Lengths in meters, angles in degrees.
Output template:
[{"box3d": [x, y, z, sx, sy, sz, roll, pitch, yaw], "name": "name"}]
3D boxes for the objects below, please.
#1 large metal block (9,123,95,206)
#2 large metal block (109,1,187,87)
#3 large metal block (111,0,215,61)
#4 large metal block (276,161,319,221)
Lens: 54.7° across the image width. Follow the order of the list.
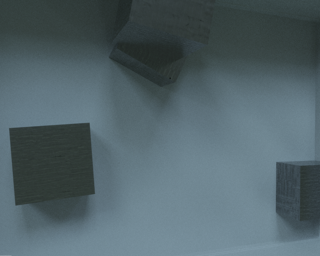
[{"box3d": [-0.121, 0.037, 0.353, 0.081, 0.050, 0.079, -5, 92, -20], "name": "large metal block"}, {"box3d": [-0.007, -0.109, 0.394, 0.080, 0.050, 0.080, 28, 81, -18], "name": "large metal block"}, {"box3d": [0.000, -0.113, 0.328, 0.081, 0.080, 0.050, 11, 86, -20], "name": "large metal block"}, {"box3d": [0.231, 0.094, 0.482, 0.081, 0.050, 0.080, 1, 90, -20], "name": "large metal block"}]
